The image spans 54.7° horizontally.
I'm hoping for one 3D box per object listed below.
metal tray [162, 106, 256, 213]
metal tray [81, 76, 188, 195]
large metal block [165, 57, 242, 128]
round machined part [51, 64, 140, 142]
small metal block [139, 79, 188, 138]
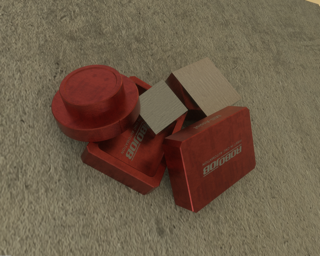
[{"bbox_3d":[0.067,0.034,0.388,0.131,0.030,0.089,-25,112,-36],"label":"metal tray"},{"bbox_3d":[-0.026,0.005,0.384,0.090,0.030,0.130,31,52,-9],"label":"metal tray"},{"bbox_3d":[0.057,-0.047,0.449,0.081,0.050,0.080,-30,79,-38],"label":"large metal block"},{"bbox_3d":[-0.073,-0.035,0.349,0.099,0.042,0.098,-2,48,3],"label":"round machined part"},{"bbox_3d":[-0.002,-0.024,0.390,0.050,0.025,0.050,-38,85,-11],"label":"small metal block"}]
